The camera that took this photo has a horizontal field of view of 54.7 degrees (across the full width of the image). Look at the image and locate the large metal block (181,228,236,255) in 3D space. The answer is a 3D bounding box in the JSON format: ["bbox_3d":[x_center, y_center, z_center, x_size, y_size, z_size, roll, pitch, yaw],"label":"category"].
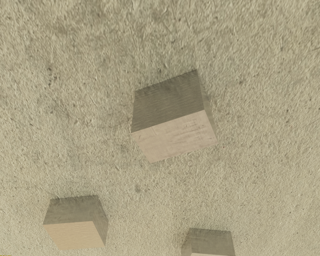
[{"bbox_3d":[0.090,0.239,0.595,0.081,0.050,0.079,7,130,-6],"label":"large metal block"}]

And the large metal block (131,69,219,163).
[{"bbox_3d":[0.016,-0.015,0.359,0.080,0.080,0.050,-18,128,14],"label":"large metal block"}]

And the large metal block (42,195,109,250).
[{"bbox_3d":[-0.139,0.162,0.527,0.080,0.050,0.080,-6,130,5],"label":"large metal block"}]
